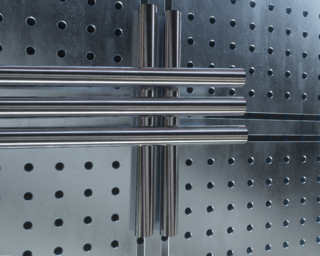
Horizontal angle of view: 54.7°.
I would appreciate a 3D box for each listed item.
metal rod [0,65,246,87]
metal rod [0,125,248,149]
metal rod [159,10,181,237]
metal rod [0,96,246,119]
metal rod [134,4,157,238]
[{"bbox_3d":[-0.040,-0.062,0.376,0.302,0.025,0.025,-2,91,-12],"label":"metal rod"},{"bbox_3d":[-0.038,0.010,0.377,0.302,0.025,0.025,-1,90,-12],"label":"metal rod"},{"bbox_3d":[0.014,-0.006,0.419,0.025,0.025,0.298,1,90,-20],"label":"metal rod"},{"bbox_3d":[-0.039,-0.026,0.377,0.302,0.025,0.025,-1,91,-12],"label":"metal rod"},{"bbox_3d":[-0.019,-0.010,0.407,0.025,0.025,0.298,1,90,-20],"label":"metal rod"}]
